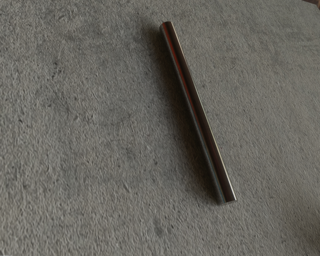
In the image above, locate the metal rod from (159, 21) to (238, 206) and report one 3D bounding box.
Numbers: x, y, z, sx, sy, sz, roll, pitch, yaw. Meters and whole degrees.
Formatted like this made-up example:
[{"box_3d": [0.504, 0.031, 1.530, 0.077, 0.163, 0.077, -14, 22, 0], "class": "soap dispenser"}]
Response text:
[{"box_3d": [0.049, -0.036, 0.453, 0.025, 0.025, 0.299, -2, 63, -30], "class": "metal rod"}]
